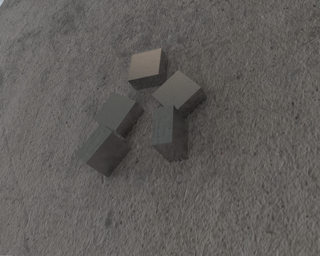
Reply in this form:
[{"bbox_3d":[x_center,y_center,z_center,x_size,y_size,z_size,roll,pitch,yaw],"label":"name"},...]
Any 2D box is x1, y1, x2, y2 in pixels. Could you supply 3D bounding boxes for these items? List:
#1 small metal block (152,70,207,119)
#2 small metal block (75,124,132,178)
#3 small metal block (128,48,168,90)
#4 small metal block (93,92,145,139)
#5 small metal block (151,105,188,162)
[{"bbox_3d":[0.026,-0.043,0.417,0.050,0.025,0.050,-43,51,-2],"label":"small metal block"},{"bbox_3d":[-0.073,0.030,0.407,0.025,0.050,0.050,33,80,38],"label":"small metal block"},{"bbox_3d":[-0.017,-0.088,0.467,0.050,0.025,0.050,-8,58,24],"label":"small metal block"},{"bbox_3d":[-0.059,-0.019,0.447,0.050,0.025,0.050,24,75,36],"label":"small metal block"},{"bbox_3d":[0.014,0.008,0.376,0.025,0.050,0.050,-10,57,23],"label":"small metal block"}]
